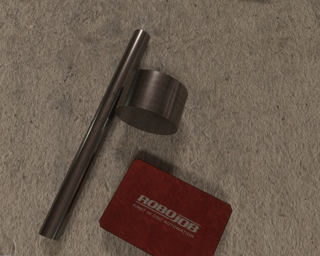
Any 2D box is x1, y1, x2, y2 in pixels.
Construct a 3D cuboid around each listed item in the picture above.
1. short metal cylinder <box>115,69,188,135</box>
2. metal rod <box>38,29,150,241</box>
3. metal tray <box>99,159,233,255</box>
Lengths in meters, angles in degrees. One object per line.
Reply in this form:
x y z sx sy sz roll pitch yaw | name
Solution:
-0.010 -0.030 0.390 0.080 0.080 0.050 16 71 5 | short metal cylinder
-0.078 -0.005 0.409 0.025 0.025 0.300 19 71 6 | metal rod
0.007 0.105 0.367 0.130 0.030 0.090 26 72 9 | metal tray
